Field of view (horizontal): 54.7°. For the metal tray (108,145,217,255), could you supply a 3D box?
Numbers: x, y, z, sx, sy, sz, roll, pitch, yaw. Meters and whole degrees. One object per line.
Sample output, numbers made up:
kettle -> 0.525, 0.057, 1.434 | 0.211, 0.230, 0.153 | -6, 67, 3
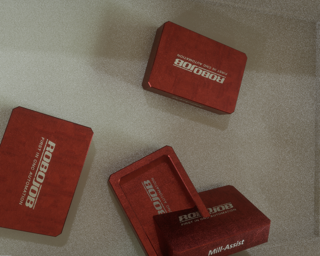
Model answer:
metal tray -> 0.003, 0.099, 0.389 | 0.091, 0.030, 0.130 | -27, 83, -18

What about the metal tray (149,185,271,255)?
metal tray -> 0.060, 0.121, 0.395 | 0.131, 0.090, 0.030 | -9, 115, -20

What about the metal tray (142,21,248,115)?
metal tray -> 0.050, -0.078, 0.426 | 0.131, 0.030, 0.090 | 17, 84, -19

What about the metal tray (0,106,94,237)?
metal tray -> -0.140, 0.050, 0.356 | 0.091, 0.030, 0.129 | 19, 84, -19
